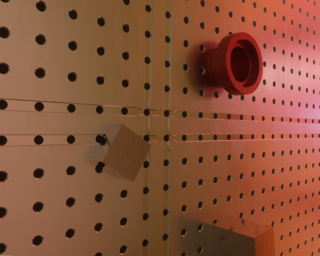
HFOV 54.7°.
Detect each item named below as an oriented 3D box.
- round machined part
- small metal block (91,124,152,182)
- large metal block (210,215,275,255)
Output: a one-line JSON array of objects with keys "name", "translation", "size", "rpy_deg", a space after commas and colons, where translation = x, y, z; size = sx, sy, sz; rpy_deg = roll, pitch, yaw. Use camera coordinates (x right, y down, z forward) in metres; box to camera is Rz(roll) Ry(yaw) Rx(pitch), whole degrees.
[{"name": "round machined part", "translation": [0.120, -0.101, 0.499], "size": [0.099, 0.042, 0.097], "rpy_deg": [0, 90, -40]}, {"name": "small metal block", "translation": [-0.045, 0.029, 0.371], "size": [0.050, 0.025, 0.050], "rpy_deg": [39, 66, -33]}, {"name": "large metal block", "translation": [0.129, 0.190, 0.482], "size": [0.050, 0.080, 0.079], "rpy_deg": [-8, 96, -40]}]
